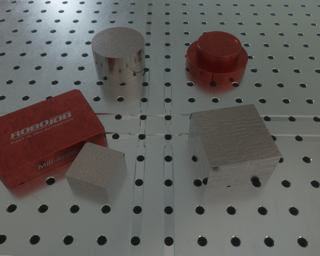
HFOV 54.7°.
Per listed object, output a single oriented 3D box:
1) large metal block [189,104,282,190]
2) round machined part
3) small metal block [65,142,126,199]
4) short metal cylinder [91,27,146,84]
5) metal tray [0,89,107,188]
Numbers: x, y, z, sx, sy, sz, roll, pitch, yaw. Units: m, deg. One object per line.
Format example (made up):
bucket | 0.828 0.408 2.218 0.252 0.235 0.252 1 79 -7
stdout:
large metal block | 0.085 0.022 0.374 0.081 0.050 0.080 -8 51 -8
round machined part | 0.092 -0.119 0.498 0.099 0.042 0.098 0 50 0
small metal block | -0.074 0.049 0.366 0.050 0.025 0.050 16 52 12
short metal cylinder | -0.064 -0.115 0.487 0.081 0.050 0.080 0 50 0
metal tray | -0.146 0.008 0.396 0.131 0.030 0.090 -25 55 -20
